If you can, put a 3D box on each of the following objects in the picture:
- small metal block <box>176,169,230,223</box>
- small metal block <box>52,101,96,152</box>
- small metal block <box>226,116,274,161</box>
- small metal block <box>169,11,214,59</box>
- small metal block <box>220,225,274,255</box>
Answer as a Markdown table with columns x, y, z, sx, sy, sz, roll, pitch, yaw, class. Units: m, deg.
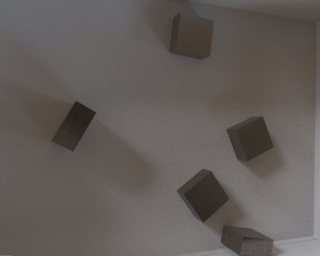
| x | y | z | sx | sy | sz | roll | pitch | yaw | class |
| --- | --- | --- | --- | --- | --- | --- | --- | --- | --- |
| 0.060 | 0.094 | 0.433 | 0.050 | 0.025 | 0.050 | -37 | 102 | -16 | small metal block |
| -0.101 | -0.002 | 0.360 | 0.025 | 0.050 | 0.050 | 31 | 80 | -18 | small metal block |
| 0.134 | 0.015 | 0.460 | 0.050 | 0.025 | 0.050 | -24 | 98 | -18 | small metal block |
| 0.044 | -0.126 | 0.426 | 0.050 | 0.025 | 0.050 | 8 | 88 | -20 | small metal block |
| 0.123 | 0.162 | 0.443 | 0.050 | 0.050 | 0.025 | 13 | 86 | -20 | small metal block |
